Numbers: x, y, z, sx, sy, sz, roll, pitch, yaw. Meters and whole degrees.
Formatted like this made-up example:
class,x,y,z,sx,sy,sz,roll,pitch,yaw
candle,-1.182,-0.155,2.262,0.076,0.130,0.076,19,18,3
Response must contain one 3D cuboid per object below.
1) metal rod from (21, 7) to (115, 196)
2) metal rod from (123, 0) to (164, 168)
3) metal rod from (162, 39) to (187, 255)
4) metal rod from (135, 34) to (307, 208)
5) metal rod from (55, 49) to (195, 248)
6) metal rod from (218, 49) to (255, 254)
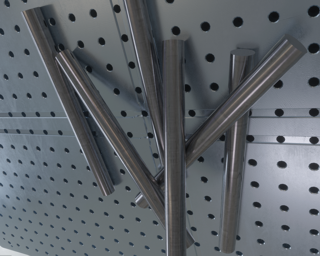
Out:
class,x,y,z,sx,sy,sz,roll,pitch,yaw
metal rod,-0.129,-0.024,0.464,0.025,0.025,0.299,-3,117,30
metal rod,-0.008,-0.046,0.387,0.025,0.025,0.298,2,120,27
metal rod,0.017,0.052,0.361,0.025,0.025,0.298,2,96,27
metal rod,0.046,0.017,0.363,0.025,0.025,0.298,39,129,1
metal rod,-0.048,0.025,0.407,0.025,0.025,0.299,-38,83,39
metal rod,0.093,0.051,0.393,0.025,0.025,0.298,10,123,23
